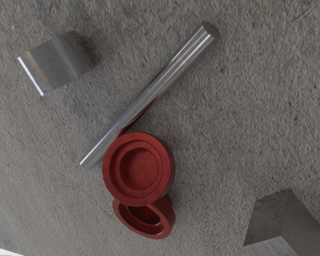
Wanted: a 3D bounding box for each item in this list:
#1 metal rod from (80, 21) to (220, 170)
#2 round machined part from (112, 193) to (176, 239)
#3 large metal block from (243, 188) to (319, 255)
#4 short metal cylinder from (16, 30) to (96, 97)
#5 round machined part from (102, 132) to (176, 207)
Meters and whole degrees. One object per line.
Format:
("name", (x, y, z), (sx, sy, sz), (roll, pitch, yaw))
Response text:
("metal rod", (-0.033, -0.022, 0.410), (0.025, 0.025, 0.299), (45, 129, -3))
("round machined part", (-0.020, 0.123, 0.478), (0.098, 0.042, 0.097), (16, 132, 19))
("large metal block", (0.154, 0.135, 0.374), (0.080, 0.080, 0.050), (49, 129, -6))
("short metal cylinder", (-0.129, -0.081, 0.389), (0.080, 0.080, 0.050), (-16, 110, 34))
("round machined part", (-0.026, 0.055, 0.424), (0.098, 0.042, 0.097), (-3, 82, 19))
